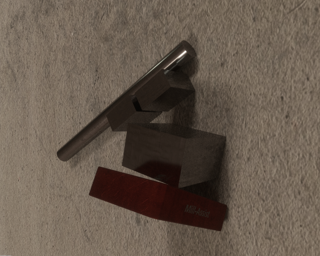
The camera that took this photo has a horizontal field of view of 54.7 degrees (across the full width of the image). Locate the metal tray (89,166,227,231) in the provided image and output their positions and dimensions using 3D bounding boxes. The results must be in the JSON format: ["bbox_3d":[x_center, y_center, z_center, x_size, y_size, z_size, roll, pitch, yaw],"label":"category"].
[{"bbox_3d":[0.003,0.077,0.331,0.090,0.130,0.030,7,75,39],"label":"metal tray"}]

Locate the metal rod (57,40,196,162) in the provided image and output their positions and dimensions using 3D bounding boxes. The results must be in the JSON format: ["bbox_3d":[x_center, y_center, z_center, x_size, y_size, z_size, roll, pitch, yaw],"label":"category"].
[{"bbox_3d":[-0.067,-0.024,0.457,0.299,0.025,0.025,-35,69,34],"label":"metal rod"}]

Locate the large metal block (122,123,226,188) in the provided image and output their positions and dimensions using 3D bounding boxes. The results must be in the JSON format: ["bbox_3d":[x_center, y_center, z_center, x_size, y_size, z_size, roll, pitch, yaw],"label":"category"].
[{"bbox_3d":[0.017,0.026,0.354,0.080,0.081,0.050,15,100,39],"label":"large metal block"}]

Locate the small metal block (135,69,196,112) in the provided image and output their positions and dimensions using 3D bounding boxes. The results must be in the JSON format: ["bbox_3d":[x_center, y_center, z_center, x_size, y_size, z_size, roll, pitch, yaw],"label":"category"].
[{"bbox_3d":[0.007,-0.045,0.382,0.050,0.050,0.025,-36,68,34],"label":"small metal block"}]

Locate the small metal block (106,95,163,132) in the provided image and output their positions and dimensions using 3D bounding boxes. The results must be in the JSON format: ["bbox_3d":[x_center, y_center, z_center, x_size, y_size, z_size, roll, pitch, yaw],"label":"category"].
[{"bbox_3d":[-0.034,-0.019,0.415,0.050,0.050,0.025,-37,68,33],"label":"small metal block"}]
